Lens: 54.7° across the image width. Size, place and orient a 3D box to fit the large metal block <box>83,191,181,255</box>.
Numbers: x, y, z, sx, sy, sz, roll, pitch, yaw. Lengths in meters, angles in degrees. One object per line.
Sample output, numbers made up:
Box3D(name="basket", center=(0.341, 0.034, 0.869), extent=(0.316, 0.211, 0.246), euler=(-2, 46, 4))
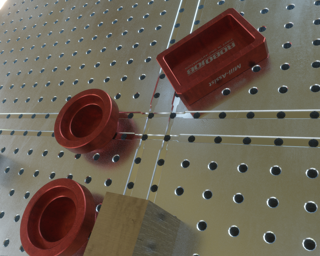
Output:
Box3D(name="large metal block", center=(-0.026, 0.119, 0.314), extent=(0.050, 0.080, 0.080), euler=(4, 64, 30))

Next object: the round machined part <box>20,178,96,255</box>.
Box3D(name="round machined part", center=(-0.122, 0.117, 0.390), extent=(0.098, 0.042, 0.098), euler=(-13, 56, 21))

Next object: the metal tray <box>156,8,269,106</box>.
Box3D(name="metal tray", center=(0.069, -0.100, 0.430), extent=(0.130, 0.030, 0.090), euler=(-32, 52, 7))

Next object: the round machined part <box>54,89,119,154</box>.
Box3D(name="round machined part", center=(-0.102, -0.006, 0.455), extent=(0.098, 0.042, 0.098), euler=(-13, 56, 21))
